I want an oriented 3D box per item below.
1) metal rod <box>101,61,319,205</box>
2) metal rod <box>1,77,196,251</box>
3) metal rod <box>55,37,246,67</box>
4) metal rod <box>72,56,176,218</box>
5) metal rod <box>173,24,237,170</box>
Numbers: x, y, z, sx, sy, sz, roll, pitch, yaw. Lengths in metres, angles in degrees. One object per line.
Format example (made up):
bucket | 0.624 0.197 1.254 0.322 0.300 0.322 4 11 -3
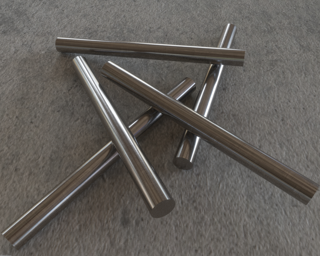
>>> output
metal rod | 0.041 -0.007 0.376 0.300 0.025 0.025 33 57 24
metal rod | -0.053 0.024 0.382 0.025 0.025 0.301 33 57 24
metal rod | -0.023 -0.121 0.485 0.301 0.025 0.025 7 50 13
metal rod | -0.062 -0.014 0.385 0.025 0.025 0.300 -20 44 -17
metal rod | 0.076 -0.066 0.459 0.025 0.025 0.301 15 51 12
